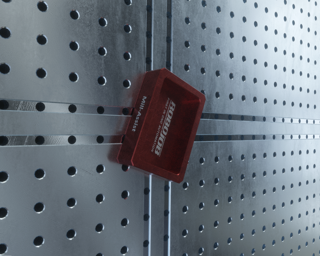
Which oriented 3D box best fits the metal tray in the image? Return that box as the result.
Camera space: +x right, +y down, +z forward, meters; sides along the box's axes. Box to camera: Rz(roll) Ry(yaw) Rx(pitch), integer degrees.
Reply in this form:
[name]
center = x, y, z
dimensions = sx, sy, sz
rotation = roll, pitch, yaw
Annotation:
[metal tray]
center = 0.007, -0.002, 0.410
dimensions = 0.090, 0.030, 0.130
rotation = 28, 73, -37
